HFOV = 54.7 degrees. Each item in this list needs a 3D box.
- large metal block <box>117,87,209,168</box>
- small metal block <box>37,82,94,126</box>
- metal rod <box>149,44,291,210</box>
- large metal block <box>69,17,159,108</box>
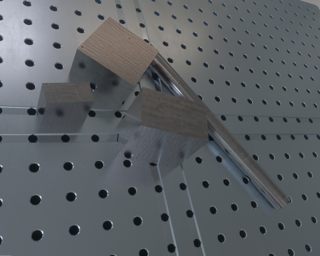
[{"bbox_3d":[0.001,0.003,0.371,0.081,0.080,0.050,14,56,-21],"label":"large metal block"},{"bbox_3d":[-0.108,-0.027,0.350,0.050,0.050,0.025,-6,65,-31],"label":"small metal block"},{"bbox_3d":[0.076,-0.005,0.452,0.300,0.025,0.025,49,51,6],"label":"metal rod"},{"bbox_3d":[-0.060,-0.088,0.414,0.080,0.050,0.080,33,51,-7],"label":"large metal block"}]
